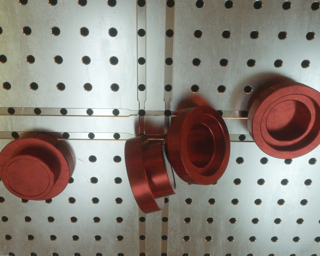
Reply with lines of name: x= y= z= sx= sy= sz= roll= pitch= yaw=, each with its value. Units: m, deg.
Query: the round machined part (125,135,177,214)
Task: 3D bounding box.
round machined part: x=-0.008 y=0.055 z=0.394 sx=0.042 sy=0.098 sz=0.097 roll=-16 pitch=110 yaw=7

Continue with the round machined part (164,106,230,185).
round machined part: x=0.044 y=0.022 z=0.394 sx=0.042 sy=0.099 sz=0.098 roll=-6 pitch=117 yaw=47

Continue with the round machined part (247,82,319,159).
round machined part: x=0.162 y=-0.012 z=0.402 sx=0.099 sy=0.042 sz=0.097 roll=0 pitch=110 yaw=-1

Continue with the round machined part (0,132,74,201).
round machined part: x=-0.173 y=0.058 z=0.423 sx=0.099 sy=0.042 sz=0.097 roll=0 pitch=110 yaw=-1
